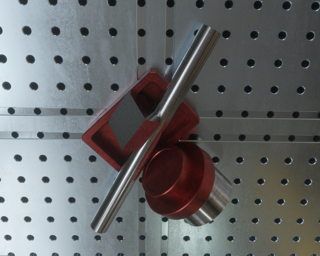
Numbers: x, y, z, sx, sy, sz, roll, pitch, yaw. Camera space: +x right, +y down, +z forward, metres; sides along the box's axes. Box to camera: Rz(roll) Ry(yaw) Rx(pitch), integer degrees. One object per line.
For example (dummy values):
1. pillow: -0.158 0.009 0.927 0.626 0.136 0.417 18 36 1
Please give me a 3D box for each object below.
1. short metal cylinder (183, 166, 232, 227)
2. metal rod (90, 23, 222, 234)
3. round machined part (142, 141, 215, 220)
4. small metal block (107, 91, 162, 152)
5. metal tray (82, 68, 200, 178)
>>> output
1. short metal cylinder: 0.048 0.083 0.414 0.080 0.080 0.050 -41 105 13
2. metal rod: -0.014 0.014 0.386 0.025 0.025 0.298 27 108 -10
3. round machined part: 0.016 0.060 0.386 0.098 0.098 0.042 -44 127 14
4. small metal block: -0.032 -0.008 0.373 0.025 0.050 0.050 11 127 -45
5. metal tray: -0.025 -0.003 0.408 0.130 0.030 0.090 -41 106 13
